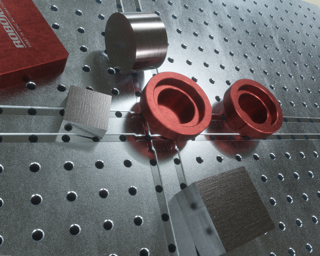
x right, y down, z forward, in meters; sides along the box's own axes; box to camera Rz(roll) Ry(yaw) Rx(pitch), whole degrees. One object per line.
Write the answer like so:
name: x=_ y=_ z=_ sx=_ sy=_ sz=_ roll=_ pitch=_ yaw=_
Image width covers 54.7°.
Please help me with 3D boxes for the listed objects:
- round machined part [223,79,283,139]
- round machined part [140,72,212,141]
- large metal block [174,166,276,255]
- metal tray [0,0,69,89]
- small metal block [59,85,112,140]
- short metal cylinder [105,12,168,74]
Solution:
round machined part: x=0.140 y=-0.026 z=0.488 sx=0.099 sy=0.042 sz=0.098 roll=14 pitch=56 yaw=-21
round machined part: x=0.018 y=-0.025 z=0.422 sx=0.099 sy=0.042 sz=0.098 roll=14 pitch=56 yaw=-21
large metal block: x=0.076 y=0.100 z=0.372 sx=0.081 sy=0.050 sz=0.080 roll=-11 pitch=67 yaw=-33
metal tray: x=-0.185 y=-0.117 z=0.377 sx=0.091 sy=0.030 sz=0.130 roll=-28 pitch=77 yaw=-37
small metal block: x=-0.088 y=-0.019 z=0.372 sx=0.050 sy=0.025 sz=0.050 roll=14 pitch=56 yaw=-20
short metal cylinder: x=-0.034 y=-0.117 z=0.426 sx=0.050 sy=0.080 sz=0.080 roll=-17 pitch=71 yaw=-35
